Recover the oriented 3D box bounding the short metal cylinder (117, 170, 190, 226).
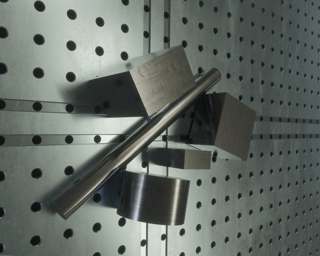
[{"bbox_3d":[-0.007,0.081,0.368,0.081,0.080,0.050,15,81,-39],"label":"short metal cylinder"}]

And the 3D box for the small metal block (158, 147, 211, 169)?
[{"bbox_3d":[0.034,0.042,0.424,0.050,0.050,0.025,7,86,-40],"label":"small metal block"}]

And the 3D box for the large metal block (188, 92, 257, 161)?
[{"bbox_3d":[0.097,0.000,0.473,0.080,0.050,0.080,25,75,-38],"label":"large metal block"}]

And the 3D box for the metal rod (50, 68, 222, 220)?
[{"bbox_3d":[-0.010,0.002,0.402,0.302,0.025,0.025,-42,116,-32],"label":"metal rod"}]

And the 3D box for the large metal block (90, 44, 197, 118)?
[{"bbox_3d":[-0.019,-0.053,0.360,0.081,0.080,0.050,-35,112,-35],"label":"large metal block"}]
